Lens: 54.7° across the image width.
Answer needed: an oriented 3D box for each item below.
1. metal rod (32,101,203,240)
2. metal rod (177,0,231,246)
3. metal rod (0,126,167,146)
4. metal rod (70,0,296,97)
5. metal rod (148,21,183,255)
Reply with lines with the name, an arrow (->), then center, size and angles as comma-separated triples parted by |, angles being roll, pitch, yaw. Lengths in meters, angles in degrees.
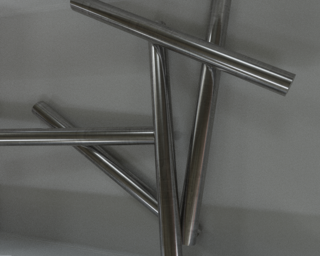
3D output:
metal rod -> -0.070, 0.054, 0.435 | 0.300, 0.025, 0.025 | 36, 102, 16
metal rod -> 0.053, -0.011, 0.377 | 0.025, 0.025, 0.298 | 8, 87, 20
metal rod -> -0.132, 0.012, 0.428 | 0.301, 0.025, 0.025 | -1, 90, 9
metal rod -> 0.011, -0.109, 0.374 | 0.300, 0.025, 0.025 | 27, 99, 20
metal rod -> 0.005, 0.009, 0.380 | 0.025, 0.025, 0.299 | -8, 77, 20
